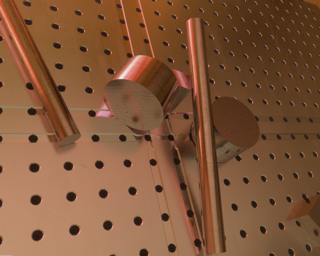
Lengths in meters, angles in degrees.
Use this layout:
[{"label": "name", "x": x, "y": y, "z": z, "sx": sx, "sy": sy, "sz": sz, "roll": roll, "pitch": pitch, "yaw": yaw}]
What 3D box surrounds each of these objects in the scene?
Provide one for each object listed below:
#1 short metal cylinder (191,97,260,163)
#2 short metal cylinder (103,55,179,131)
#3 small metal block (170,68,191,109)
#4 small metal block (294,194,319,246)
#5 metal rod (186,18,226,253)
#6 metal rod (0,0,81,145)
[{"label": "short metal cylinder", "x": 0.092, "y": 0.003, "z": 0.439, "sx": 0.081, "sy": 0.050, "sz": 0.080, "roll": 14, "pitch": 56, "yaw": -22}, {"label": "short metal cylinder", "x": -0.023, "y": -0.043, "z": 0.387, "sx": 0.080, "sy": 0.080, "sz": 0.050, "roll": 34, "pitch": 51, "yaw": -6}, {"label": "small metal block", "x": 0.010, "y": -0.057, "z": 0.432, "sx": 0.050, "sy": 0.050, "sz": 0.025, "roll": 18, "pitch": 55, "yaw": -18}, {"label": "small metal block", "x": 0.232, "y": 0.134, "z": 0.452, "sx": 0.050, "sy": 0.025, "sz": 0.050, "roll": -35, "pitch": 81, "yaw": -38}, {"label": "metal rod", "x": 0.056, "y": -0.002, "z": 0.394, "sx": 0.025, "sy": 0.025, "sz": 0.299, "roll": 4, "pitch": 74, "yaw": -26}, {"label": "metal rod", "x": -0.172, "y": -0.113, "z": 0.383, "sx": 0.025, "sy": 0.025, "sz": 0.299, "roll": -19, "pitch": 72, "yaw": -35}]
